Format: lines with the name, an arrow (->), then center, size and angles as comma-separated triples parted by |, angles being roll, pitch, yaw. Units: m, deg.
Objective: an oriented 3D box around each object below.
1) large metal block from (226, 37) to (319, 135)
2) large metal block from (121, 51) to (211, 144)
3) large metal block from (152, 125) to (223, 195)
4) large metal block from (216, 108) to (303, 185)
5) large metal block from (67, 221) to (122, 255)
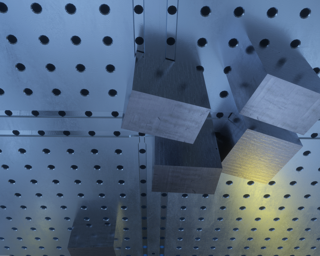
large metal block -> 0.126, -0.047, 0.338 | 0.081, 0.080, 0.050 | 17, 128, -14
large metal block -> 0.005, -0.035, 0.346 | 0.081, 0.080, 0.050 | 13, 129, -11
large metal block -> 0.031, 0.038, 0.409 | 0.081, 0.080, 0.050 | 4, 130, -4
large metal block -> 0.126, 0.024, 0.418 | 0.081, 0.050, 0.079 | 17, 128, -14
large metal block -> -0.119, 0.221, 0.582 | 0.081, 0.050, 0.079 | -2, 130, 1
